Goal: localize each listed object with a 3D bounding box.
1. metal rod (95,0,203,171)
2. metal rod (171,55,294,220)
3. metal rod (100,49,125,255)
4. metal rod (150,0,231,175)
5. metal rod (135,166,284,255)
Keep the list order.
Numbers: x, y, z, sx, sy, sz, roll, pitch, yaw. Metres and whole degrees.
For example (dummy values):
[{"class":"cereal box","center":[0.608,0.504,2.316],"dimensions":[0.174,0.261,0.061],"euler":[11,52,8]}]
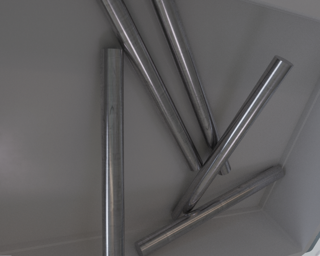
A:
[{"class":"metal rod","center":[-0.004,-0.045,0.378],"dimensions":[0.025,0.025,0.299],"euler":[-34,129,-6]},{"class":"metal rod","center":[0.089,0.034,0.444],"dimensions":[0.025,0.025,0.298],"euler":[7,126,-32]},{"class":"metal rod","center":[-0.053,0.065,0.346],"dimensions":[0.025,0.025,0.298],"euler":[-3,97,-27]},{"class":"metal rod","center":[0.051,-0.037,0.413],"dimensions":[0.025,0.025,0.299],"euler":[-32,129,-7]},{"class":"metal rod","center":[0.096,0.128,0.511],"dimensions":[0.302,0.025,0.025],"euler":[-20,127,-27]}]
